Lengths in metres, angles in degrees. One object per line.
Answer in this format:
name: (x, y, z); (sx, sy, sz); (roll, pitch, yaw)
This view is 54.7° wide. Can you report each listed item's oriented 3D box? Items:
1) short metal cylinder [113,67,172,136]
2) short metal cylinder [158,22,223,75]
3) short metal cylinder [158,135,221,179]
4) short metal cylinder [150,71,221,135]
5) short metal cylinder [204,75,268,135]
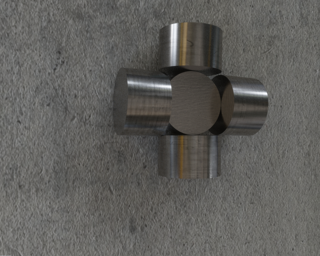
short metal cylinder: (-0.024, -0.030, 0.373); (0.050, 0.080, 0.079); (2, 90, -20)
short metal cylinder: (0.038, -0.097, 0.395); (0.081, 0.080, 0.050); (2, 90, -20)
short metal cylinder: (0.037, 0.034, 0.396); (0.081, 0.080, 0.050); (0, 90, -20)
short metal cylinder: (0.032, -0.031, 0.410); (0.081, 0.050, 0.079); (0, 90, -21)
short metal cylinder: (0.099, -0.030, 0.419); (0.050, 0.080, 0.079); (2, 90, -20)
